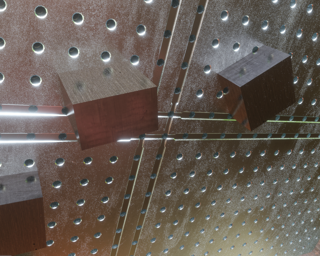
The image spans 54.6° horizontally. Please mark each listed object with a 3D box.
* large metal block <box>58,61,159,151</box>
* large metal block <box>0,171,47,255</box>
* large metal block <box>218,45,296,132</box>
[{"bbox_3d":[-0.055,-0.028,0.327,0.081,0.080,0.050,-15,125,-20],"label":"large metal block"},{"bbox_3d":[-0.180,0.103,0.360,0.081,0.050,0.079,-7,122,-25],"label":"large metal block"},{"bbox_3d":[0.137,-0.056,0.434,0.080,0.050,0.080,-32,129,-7],"label":"large metal block"}]
